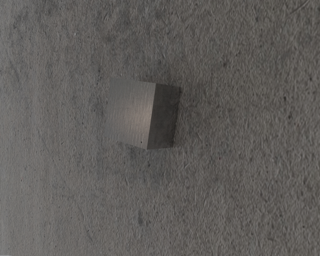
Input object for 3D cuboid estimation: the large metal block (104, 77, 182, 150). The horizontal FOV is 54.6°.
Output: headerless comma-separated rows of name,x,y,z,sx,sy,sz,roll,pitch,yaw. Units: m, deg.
large metal block,-0.024,-0.021,0.410,0.080,0.050,0.080,14,99,39
